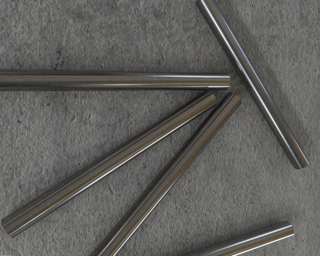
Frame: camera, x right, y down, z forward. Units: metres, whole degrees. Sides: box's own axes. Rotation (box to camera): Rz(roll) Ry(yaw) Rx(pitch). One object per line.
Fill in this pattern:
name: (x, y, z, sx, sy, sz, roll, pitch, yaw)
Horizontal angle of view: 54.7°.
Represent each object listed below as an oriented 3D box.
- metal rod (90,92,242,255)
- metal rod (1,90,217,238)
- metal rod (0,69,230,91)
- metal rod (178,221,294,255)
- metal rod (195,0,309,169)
metal rod: (0.011, 0.066, 0.414, 0.025, 0.025, 0.300, 45, 76, -15)
metal rod: (-0.049, 0.035, 0.391, 0.302, 0.025, 0.025, -33, 101, -17)
metal rod: (-0.047, -0.060, 0.392, 0.303, 0.025, 0.025, -3, 91, -21)
metal rod: (0.061, 0.181, 0.433, 0.303, 0.025, 0.025, -10, 94, -20)
metal rod: (0.143, -0.062, 0.463, 0.025, 0.025, 0.299, -38, 103, -16)
